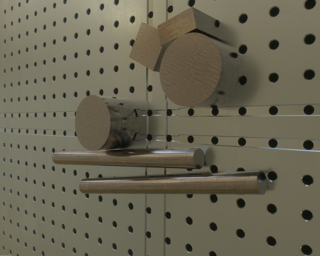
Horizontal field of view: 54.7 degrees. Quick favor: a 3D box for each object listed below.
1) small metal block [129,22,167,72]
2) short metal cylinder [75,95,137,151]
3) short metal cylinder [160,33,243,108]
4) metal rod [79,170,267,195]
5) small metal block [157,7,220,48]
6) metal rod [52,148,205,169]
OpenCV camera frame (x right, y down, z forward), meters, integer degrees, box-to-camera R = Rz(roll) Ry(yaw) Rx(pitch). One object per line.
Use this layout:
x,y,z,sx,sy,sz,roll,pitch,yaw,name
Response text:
-0.009,-0.108,0.417,0.050,0.025,0.050,36,112,34,small metal block
-0.081,-0.007,0.460,0.080,0.050,0.079,0,90,40,short metal cylinder
0.047,-0.063,0.355,0.080,0.050,0.079,1,91,40,short metal cylinder
-0.009,0.076,0.416,0.300,0.025,0.025,-10,84,39,metal rod
0.034,-0.113,0.365,0.050,0.050,0.025,-16,80,39,small metal block
-0.069,0.045,0.465,0.300,0.025,0.025,-4,88,39,metal rod
